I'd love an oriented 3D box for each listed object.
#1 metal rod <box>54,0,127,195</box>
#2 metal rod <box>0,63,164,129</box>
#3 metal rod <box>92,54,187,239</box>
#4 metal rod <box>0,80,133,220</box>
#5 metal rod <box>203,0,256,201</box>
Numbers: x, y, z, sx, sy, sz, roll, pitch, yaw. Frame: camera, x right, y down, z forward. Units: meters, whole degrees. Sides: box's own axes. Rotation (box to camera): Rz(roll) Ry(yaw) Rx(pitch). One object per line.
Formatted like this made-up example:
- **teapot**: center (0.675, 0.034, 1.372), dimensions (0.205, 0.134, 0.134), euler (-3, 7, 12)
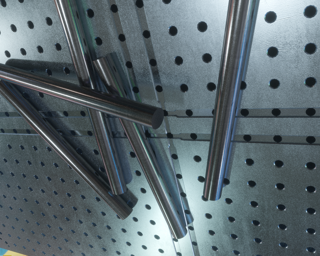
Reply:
- **metal rod**: center (-0.091, -0.030, 0.438), dimensions (0.025, 0.025, 0.298), euler (3, 120, 26)
- **metal rod**: center (-0.128, -0.050, 0.416), dimensions (0.300, 0.025, 0.025), euler (18, 126, 28)
- **metal rod**: center (-0.021, 0.040, 0.445), dimensions (0.025, 0.025, 0.299), euler (-9, 114, 32)
- **metal rod**: center (-0.156, 0.038, 0.514), dimensions (0.300, 0.025, 0.025), euler (48, 129, -6)
- **metal rod**: center (0.076, -0.034, 0.349), dimensions (0.025, 0.025, 0.298), euler (15, 125, 19)
